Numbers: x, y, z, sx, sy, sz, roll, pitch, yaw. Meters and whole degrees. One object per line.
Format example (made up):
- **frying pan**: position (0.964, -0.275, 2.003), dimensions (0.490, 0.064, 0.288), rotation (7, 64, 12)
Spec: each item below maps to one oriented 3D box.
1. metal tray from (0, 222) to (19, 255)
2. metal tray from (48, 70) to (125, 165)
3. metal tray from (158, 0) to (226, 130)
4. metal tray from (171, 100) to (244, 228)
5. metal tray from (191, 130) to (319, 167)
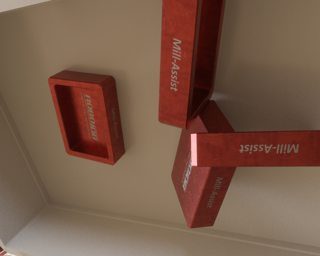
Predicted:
- **metal tray**: position (-0.433, 0.268, 0.796), dimensions (0.130, 0.030, 0.090), rotation (48, 128, -6)
- **metal tray**: position (-0.104, -0.014, 0.449), dimensions (0.090, 0.030, 0.129), rotation (10, 123, 22)
- **metal tray**: position (0.032, -0.075, 0.302), dimensions (0.030, 0.090, 0.129), rotation (15, 125, 19)
- **metal tray**: position (0.049, 0.043, 0.366), dimensions (0.030, 0.090, 0.129), rotation (-1, 127, -15)
- **metal tray**: position (0.099, 0.021, 0.304), dimensions (0.131, 0.090, 0.030), rotation (-1, 85, 9)
